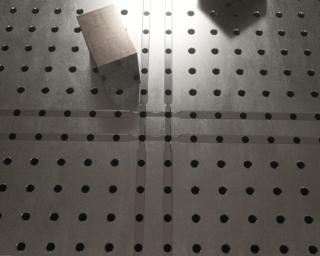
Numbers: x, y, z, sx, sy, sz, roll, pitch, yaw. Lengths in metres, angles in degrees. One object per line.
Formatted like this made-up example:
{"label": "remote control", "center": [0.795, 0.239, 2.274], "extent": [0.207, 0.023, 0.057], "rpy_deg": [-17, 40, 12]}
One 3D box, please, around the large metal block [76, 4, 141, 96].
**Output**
{"label": "large metal block", "center": [-0.067, -0.102, 0.419], "extent": [0.050, 0.080, 0.080], "rpy_deg": [-23, 72, -8]}

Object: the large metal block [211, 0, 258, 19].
{"label": "large metal block", "center": [0.119, -0.234, 0.486], "extent": [0.080, 0.050, 0.080], "rpy_deg": [-37, 74, -13]}
